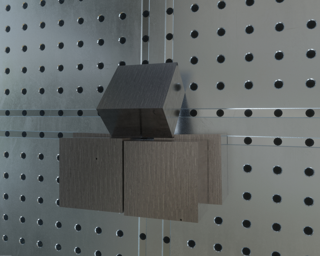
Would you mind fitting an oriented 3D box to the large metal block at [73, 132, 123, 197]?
[{"bbox_3d":[-0.071,0.047,0.424,0.080,0.050,0.079,2,91,19],"label":"large metal block"}]

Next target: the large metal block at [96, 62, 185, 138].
[{"bbox_3d":[-0.020,-0.035,0.384,0.080,0.050,0.080,1,48,19],"label":"large metal block"}]

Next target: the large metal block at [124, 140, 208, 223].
[{"bbox_3d":[0.008,0.053,0.341,0.080,0.050,0.079,0,90,19],"label":"large metal block"}]

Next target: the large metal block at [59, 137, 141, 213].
[{"bbox_3d":[-0.069,0.051,0.366,0.080,0.050,0.079,0,90,19],"label":"large metal block"}]

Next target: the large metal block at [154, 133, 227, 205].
[{"bbox_3d":[0.040,0.047,0.384,0.080,0.050,0.079,-1,90,19],"label":"large metal block"}]
